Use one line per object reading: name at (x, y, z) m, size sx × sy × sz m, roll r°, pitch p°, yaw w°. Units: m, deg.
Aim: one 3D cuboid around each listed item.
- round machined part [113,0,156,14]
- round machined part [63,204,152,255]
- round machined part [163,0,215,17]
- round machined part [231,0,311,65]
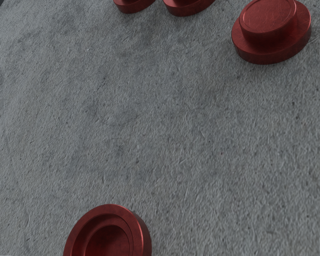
round machined part at (-0.047, -0.266, 0.582) m, size 0.098 × 0.042 × 0.098 m, roll -13°, pitch 56°, yaw 21°
round machined part at (-0.052, 0.136, 0.337) m, size 0.098 × 0.042 × 0.098 m, roll -13°, pitch 56°, yaw 21°
round machined part at (0.048, -0.236, 0.513) m, size 0.098 × 0.042 × 0.098 m, roll -13°, pitch 56°, yaw 21°
round machined part at (0.141, -0.134, 0.401) m, size 0.098 × 0.042 × 0.098 m, roll -13°, pitch 56°, yaw 21°
